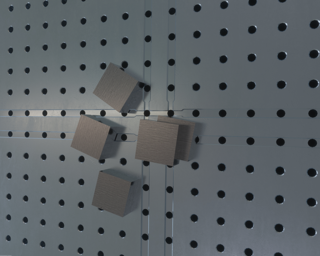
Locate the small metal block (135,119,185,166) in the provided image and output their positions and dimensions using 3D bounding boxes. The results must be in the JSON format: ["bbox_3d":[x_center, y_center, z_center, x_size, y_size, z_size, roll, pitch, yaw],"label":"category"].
[{"bbox_3d":[0.000,0.017,0.387,0.050,0.025,0.050,9,93,20],"label":"small metal block"}]

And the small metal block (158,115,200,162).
[{"bbox_3d":[0.021,0.013,0.406,0.050,0.025,0.050,12,94,19],"label":"small metal block"}]

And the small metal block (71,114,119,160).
[{"bbox_3d":[-0.094,0.012,0.446,0.050,0.025,0.050,22,97,18],"label":"small metal block"}]

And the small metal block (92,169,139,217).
[{"bbox_3d":[-0.063,0.090,0.435,0.050,0.025,0.050,16,95,19],"label":"small metal block"}]

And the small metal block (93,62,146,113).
[{"bbox_3d":[-0.057,-0.056,0.433,0.050,0.025,0.050,36,101,16],"label":"small metal block"}]
